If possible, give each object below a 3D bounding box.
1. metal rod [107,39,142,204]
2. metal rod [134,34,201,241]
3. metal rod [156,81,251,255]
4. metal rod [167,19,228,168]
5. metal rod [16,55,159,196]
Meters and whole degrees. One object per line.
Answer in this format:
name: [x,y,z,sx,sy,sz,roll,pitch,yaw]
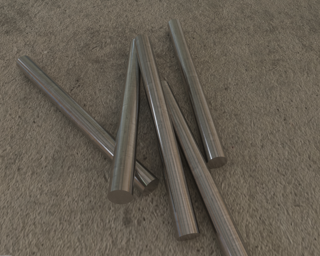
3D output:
metal rod: [-0.038,-0.036,0.411,0.025,0.025,0.300,0,43,0]
metal rod: [0.001,-0.012,0.393,0.025,0.025,0.299,-8,56,-7]
metal rod: [0.045,0.050,0.360,0.025,0.025,0.300,-13,51,-11]
metal rod: [0.047,-0.072,0.463,0.025,0.025,0.300,-6,50,-5]
metal rod: [-0.112,-0.018,0.417,0.025,0.025,0.300,-35,59,-26]
